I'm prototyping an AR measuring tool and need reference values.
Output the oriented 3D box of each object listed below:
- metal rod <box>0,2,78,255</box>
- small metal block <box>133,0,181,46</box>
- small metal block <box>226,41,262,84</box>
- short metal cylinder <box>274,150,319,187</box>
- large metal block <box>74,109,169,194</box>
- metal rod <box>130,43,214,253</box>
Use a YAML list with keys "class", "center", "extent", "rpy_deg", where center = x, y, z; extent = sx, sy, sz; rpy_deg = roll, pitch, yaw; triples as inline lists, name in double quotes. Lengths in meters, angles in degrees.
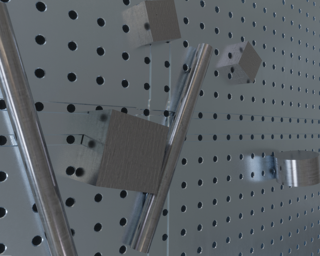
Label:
- class: "metal rod"
  center: [-0.122, 0.033, 0.307]
  extent: [0.025, 0.025, 0.298]
  rpy_deg: [-20, 103, -38]
- class: "small metal block"
  center: [-0.003, -0.138, 0.407]
  extent: [0.050, 0.025, 0.050]
  rpy_deg: [-20, 103, -38]
- class: "small metal block"
  center: [0.145, -0.111, 0.531]
  extent: [0.050, 0.025, 0.050]
  rpy_deg: [40, 66, -33]
- class: "short metal cylinder"
  center: [0.264, 0.076, 0.595]
  extent: [0.081, 0.080, 0.050]
  rpy_deg: [-12, 98, -39]
- class: "large metal block"
  center: [-0.043, 0.028, 0.358]
  extent: [0.080, 0.050, 0.080]
  rpy_deg: [17, 79, -39]
- class: "metal rod"
  center: [0.021, 0.016, 0.427]
  extent: [0.025, 0.025, 0.299]
  rpy_deg: [30, 71, -36]
